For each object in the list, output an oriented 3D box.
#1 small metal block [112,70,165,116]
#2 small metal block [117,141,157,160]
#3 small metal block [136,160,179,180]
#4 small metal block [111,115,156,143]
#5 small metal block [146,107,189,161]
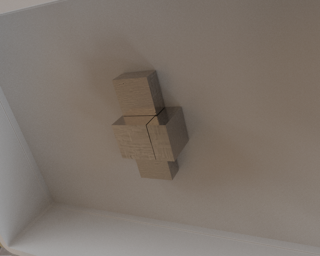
[{"bbox_3d":[-0.027,-0.044,0.394,0.050,0.025,0.050,0,119,28],"label":"small metal block"},{"bbox_3d":[-0.020,0.017,0.411,0.050,0.050,0.025,0,118,28],"label":"small metal block"},{"bbox_3d":[-0.006,0.044,0.437,0.050,0.025,0.050,0,119,28],"label":"small metal block"},{"bbox_3d":[-0.026,-0.005,0.401,0.050,0.050,0.025,0,118,28],"label":"small metal block"},{"bbox_3d":[0.011,0.007,0.388,0.025,0.050,0.050,0,118,28],"label":"small metal block"}]
